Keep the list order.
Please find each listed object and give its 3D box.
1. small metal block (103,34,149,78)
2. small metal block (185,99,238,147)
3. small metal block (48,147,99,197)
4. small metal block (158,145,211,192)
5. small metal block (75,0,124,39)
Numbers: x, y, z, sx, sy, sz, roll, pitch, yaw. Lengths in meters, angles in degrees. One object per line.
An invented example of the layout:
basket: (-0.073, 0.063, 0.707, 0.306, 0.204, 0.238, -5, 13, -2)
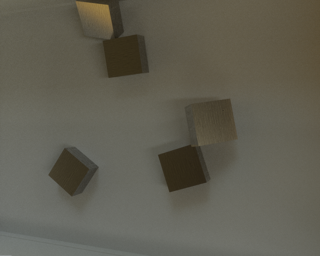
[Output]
small metal block: (-0.046, -0.097, 0.422, 0.050, 0.025, 0.050, -5, 99, 19)
small metal block: (0.062, -0.006, 0.376, 0.050, 0.025, 0.050, -9, 86, -14)
small metal block: (-0.127, 0.063, 0.455, 0.050, 0.025, 0.050, 37, 102, 16)
small metal block: (0.031, 0.050, 0.399, 0.050, 0.025, 0.050, -19, 84, 19)
small metal block: (-0.081, -0.152, 0.425, 0.050, 0.025, 0.050, 14, 138, 19)
